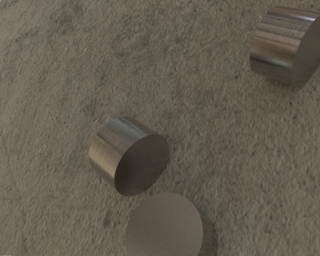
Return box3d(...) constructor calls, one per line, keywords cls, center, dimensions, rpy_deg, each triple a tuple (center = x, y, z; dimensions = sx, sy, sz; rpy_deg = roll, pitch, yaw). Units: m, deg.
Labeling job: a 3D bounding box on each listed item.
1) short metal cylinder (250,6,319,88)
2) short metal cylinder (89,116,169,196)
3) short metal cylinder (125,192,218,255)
box3d(cls="short metal cylinder", center=(0.146, -0.092, 0.348), dimensions=(0.050, 0.080, 0.080), rpy_deg=(30, 79, 37))
box3d(cls="short metal cylinder", center=(-0.035, 0.033, 0.366), dimensions=(0.050, 0.080, 0.080), rpy_deg=(32, 79, 37))
box3d(cls="short metal cylinder", center=(0.012, 0.111, 0.312), dimensions=(0.080, 0.050, 0.080), rpy_deg=(-13, 56, 20))
